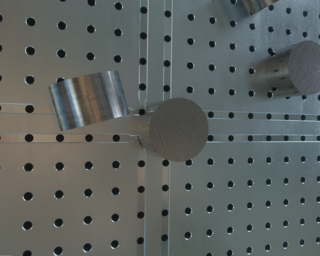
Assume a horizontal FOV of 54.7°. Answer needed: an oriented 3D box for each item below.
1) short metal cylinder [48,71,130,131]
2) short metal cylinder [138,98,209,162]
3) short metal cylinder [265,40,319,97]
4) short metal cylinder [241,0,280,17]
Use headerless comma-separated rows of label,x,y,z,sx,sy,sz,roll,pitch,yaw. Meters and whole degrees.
short metal cylinder,-0.080,-0.031,0.354,0.081,0.080,0.050,-16,96,-20
short metal cylinder,0.016,0.002,0.406,0.081,0.050,0.079,0,90,-20
short metal cylinder,0.212,-0.089,0.480,0.081,0.050,0.079,0,90,-21
short metal cylinder,0.154,-0.203,0.442,0.080,0.080,0.050,-32,101,-17
